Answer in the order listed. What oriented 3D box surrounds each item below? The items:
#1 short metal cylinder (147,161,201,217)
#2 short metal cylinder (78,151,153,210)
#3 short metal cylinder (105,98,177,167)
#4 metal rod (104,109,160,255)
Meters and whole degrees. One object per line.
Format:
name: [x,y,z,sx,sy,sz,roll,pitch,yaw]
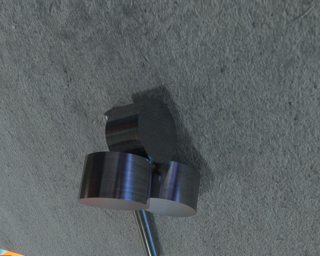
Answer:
short metal cylinder: [0.011,0.083,0.414,0.080,0.050,0.080,9,151,5]
short metal cylinder: [-0.050,0.064,0.360,0.080,0.050,0.080,3,157,2]
short metal cylinder: [-0.021,0.007,0.387,0.050,0.080,0.080,-13,112,33]
metal rod: [-0.037,0.109,0.493,0.025,0.025,0.298,3,120,27]
